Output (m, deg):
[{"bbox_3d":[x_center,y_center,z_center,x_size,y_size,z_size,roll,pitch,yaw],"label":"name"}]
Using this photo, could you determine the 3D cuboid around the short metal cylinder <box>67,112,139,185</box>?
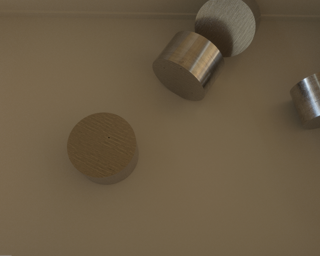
[{"bbox_3d":[-0.068,0.027,0.386,0.081,0.050,0.080,0,70,0],"label":"short metal cylinder"}]

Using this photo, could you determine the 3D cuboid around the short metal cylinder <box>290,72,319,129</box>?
[{"bbox_3d":[0.216,-0.037,0.397,0.081,0.080,0.050,-11,71,-4],"label":"short metal cylinder"}]

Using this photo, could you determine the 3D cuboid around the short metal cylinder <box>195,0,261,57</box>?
[{"bbox_3d":[0.094,-0.144,0.427,0.080,0.079,0.050,26,38,9],"label":"short metal cylinder"}]

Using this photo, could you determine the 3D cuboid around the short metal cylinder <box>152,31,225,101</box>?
[{"bbox_3d":[0.037,-0.081,0.410,0.080,0.080,0.050,32,73,10],"label":"short metal cylinder"}]
